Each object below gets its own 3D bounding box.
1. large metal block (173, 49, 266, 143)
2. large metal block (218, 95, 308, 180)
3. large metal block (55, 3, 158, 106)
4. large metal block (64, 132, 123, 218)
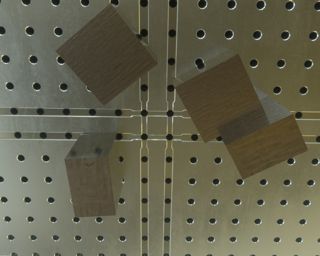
[{"bbox_3d":[0.071,-0.040,0.386,0.080,0.050,0.080,-27,108,9],"label":"large metal block"},{"bbox_3d":[0.121,0.009,0.388,0.080,0.080,0.050,-27,108,9],"label":"large metal block"},{"bbox_3d":[-0.059,-0.087,0.368,0.080,0.050,0.080,-36,106,12],"label":"large metal block"},{"bbox_3d":[-0.082,0.058,0.405,0.050,0.080,0.080,-3,110,1],"label":"large metal block"}]
